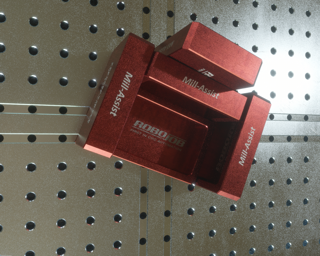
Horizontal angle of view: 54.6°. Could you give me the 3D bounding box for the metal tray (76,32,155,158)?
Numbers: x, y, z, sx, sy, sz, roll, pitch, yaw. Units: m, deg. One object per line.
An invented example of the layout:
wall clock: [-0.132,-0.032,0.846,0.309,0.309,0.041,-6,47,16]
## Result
metal tray: [-0.055,-0.035,0.357,0.030,0.090,0.130,23,82,-19]

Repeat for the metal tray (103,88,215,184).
metal tray: [0.000,0.011,0.409,0.131,0.030,0.090,23,82,-19]

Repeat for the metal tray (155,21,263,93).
metal tray: [0.045,-0.075,0.372,0.090,0.130,0.030,24,83,-19]

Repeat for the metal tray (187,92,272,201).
metal tray: [0.088,0.021,0.409,0.030,0.090,0.130,23,83,-19]

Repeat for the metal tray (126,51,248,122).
metal tray: [0.031,-0.046,0.389,0.131,0.090,0.030,23,83,-19]
